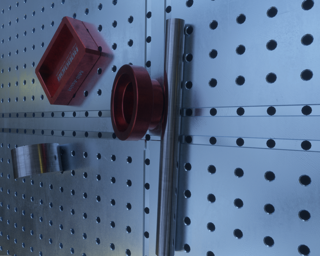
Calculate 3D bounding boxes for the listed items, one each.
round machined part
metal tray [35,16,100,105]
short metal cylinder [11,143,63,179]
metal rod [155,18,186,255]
[{"bbox_3d":[-0.029,-0.032,0.406,0.098,0.042,0.097,-5,84,63],"label":"round machined part"},{"bbox_3d":[-0.164,-0.113,0.537,0.129,0.030,0.090,-47,62,29],"label":"metal tray"},{"bbox_3d":[-0.218,0.059,0.550,0.080,0.081,0.050,-17,79,38],"label":"short metal cylinder"},{"bbox_3d":[0.013,0.014,0.396,0.025,0.025,0.298,4,93,39],"label":"metal rod"}]
